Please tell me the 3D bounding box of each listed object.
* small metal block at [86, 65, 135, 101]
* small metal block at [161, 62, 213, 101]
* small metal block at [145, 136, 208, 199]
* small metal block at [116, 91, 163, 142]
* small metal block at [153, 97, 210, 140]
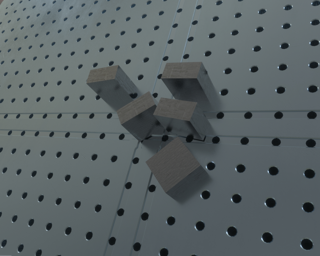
[{"bbox_3d":[-0.074,-0.067,0.470,0.050,0.050,0.025,-4,60,26],"label":"small metal block"},{"bbox_3d":[0.037,-0.061,0.409,0.050,0.050,0.025,5,65,30],"label":"small metal block"},{"bbox_3d":[0.019,0.047,0.369,0.050,0.025,0.050,-39,51,2],"label":"small metal block"},{"bbox_3d":[-0.021,-0.014,0.410,0.050,0.050,0.025,-30,52,8],"label":"small metal block"},{"bbox_3d":[0.028,-0.011,0.383,0.050,0.050,0.025,11,68,32],"label":"small metal block"}]
